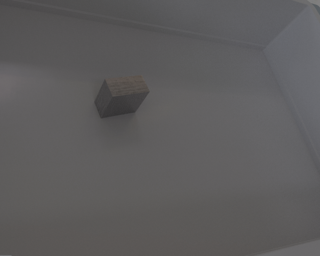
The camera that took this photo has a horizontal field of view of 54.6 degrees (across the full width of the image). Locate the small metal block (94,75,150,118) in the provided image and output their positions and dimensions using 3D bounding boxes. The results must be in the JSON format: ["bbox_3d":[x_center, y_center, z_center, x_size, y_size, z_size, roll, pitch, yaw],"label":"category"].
[{"bbox_3d":[-0.048,-0.039,0.387,0.050,0.050,0.025,-12,68,-33],"label":"small metal block"}]
